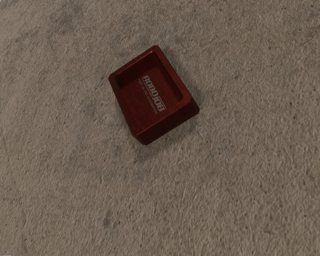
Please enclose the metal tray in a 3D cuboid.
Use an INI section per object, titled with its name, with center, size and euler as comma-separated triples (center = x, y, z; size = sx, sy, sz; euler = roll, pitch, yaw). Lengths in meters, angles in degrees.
[metal tray]
center = -0.013, -0.050, 0.436
size = 0.090, 0.030, 0.130
euler = -32, 52, 6
